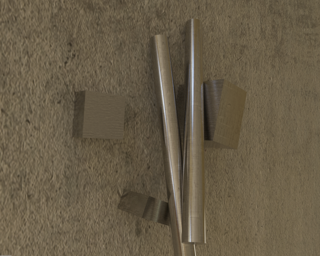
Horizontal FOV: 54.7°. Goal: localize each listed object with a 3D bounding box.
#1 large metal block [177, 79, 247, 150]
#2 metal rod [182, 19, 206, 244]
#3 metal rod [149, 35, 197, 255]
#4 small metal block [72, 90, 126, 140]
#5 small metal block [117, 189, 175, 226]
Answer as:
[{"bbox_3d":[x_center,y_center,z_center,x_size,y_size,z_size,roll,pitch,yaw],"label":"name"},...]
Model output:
[{"bbox_3d":[0.065,-0.017,0.425,0.050,0.080,0.080,20,78,-39],"label":"large metal block"},{"bbox_3d":[0.042,-0.016,0.384,0.025,0.025,0.299,25,56,-38],"label":"metal rod"},{"bbox_3d":[0.015,0.028,0.374,0.025,0.025,0.299,4,73,-40],"label":"metal rod"},{"bbox_3d":[-0.068,-0.013,0.349,0.050,0.025,0.050,5,87,-40],"label":"small metal block"},{"bbox_3d":[-0.015,0.097,0.378,0.050,0.050,0.025,29,72,-37],"label":"small metal block"}]
